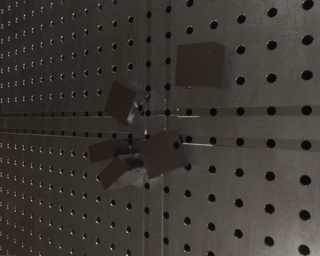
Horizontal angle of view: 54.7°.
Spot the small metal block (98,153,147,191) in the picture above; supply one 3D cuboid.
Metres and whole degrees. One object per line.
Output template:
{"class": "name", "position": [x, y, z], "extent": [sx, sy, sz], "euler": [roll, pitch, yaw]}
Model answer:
{"class": "small metal block", "position": [-0.048, 0.060, 0.431], "extent": [0.050, 0.050, 0.025], "euler": [-44, 64, 31]}

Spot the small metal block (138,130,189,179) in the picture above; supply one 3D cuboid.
{"class": "small metal block", "position": [0.004, 0.035, 0.404], "extent": [0.050, 0.025, 0.050], "euler": [-28, 73, 36]}

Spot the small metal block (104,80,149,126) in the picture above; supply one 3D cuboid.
{"class": "small metal block", "position": [-0.050, -0.036, 0.448], "extent": [0.050, 0.025, 0.050], "euler": [34, 111, 34]}

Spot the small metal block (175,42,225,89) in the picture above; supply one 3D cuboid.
{"class": "small metal block", "position": [0.047, -0.073, 0.369], "extent": [0.050, 0.025, 0.050], "euler": [7, 94, 39]}

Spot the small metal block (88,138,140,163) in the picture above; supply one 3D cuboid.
{"class": "small metal block", "position": [-0.065, 0.032, 0.445], "extent": [0.050, 0.050, 0.025], "euler": [-17, 80, 38]}
